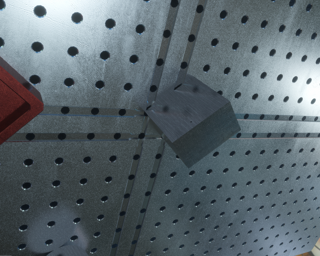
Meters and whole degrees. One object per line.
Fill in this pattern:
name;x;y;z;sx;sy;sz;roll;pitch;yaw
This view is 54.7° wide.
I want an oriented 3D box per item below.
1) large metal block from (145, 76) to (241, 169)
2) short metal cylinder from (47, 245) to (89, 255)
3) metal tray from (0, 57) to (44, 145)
large metal block;0.040;-0.010;0.391;0.080;0.080;0.050;-36;129;-5
short metal cylinder;-0.130;0.216;0.438;0.081;0.080;0.050;-24;127;-14
metal tray;-0.192;-0.013;0.294;0.130;0.030;0.090;-40;130;-1
